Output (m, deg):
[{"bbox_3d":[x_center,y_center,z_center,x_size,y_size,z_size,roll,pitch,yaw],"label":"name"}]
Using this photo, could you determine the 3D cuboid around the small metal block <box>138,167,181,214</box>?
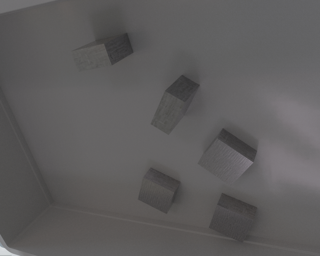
[{"bbox_3d":[-0.002,0.095,0.469,0.050,0.025,0.050,24,127,13],"label":"small metal block"}]

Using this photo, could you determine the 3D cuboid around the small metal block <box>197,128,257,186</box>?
[{"bbox_3d":[0.084,0.037,0.387,0.050,0.025,0.050,34,129,5],"label":"small metal block"}]

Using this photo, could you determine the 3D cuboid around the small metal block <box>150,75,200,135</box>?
[{"bbox_3d":[0.018,-0.028,0.366,0.025,0.050,0.050,31,129,8],"label":"small metal block"}]

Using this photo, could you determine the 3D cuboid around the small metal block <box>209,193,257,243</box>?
[{"bbox_3d":[0.101,0.126,0.433,0.050,0.025,0.050,21,126,15],"label":"small metal block"}]

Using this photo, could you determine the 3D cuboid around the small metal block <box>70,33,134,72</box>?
[{"bbox_3d":[-0.069,-0.091,0.372,0.050,0.050,0.025,-3,117,30],"label":"small metal block"}]
